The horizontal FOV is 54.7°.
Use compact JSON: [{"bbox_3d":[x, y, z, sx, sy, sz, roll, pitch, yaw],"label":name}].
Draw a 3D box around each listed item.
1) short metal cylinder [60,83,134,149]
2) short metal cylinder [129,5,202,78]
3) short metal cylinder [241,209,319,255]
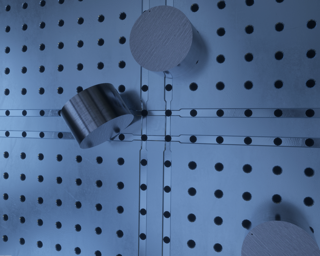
[{"bbox_3d":[-0.082,-0.015,0.411,0.080,0.080,0.050,-37,79,16],"label":"short metal cylinder"},{"bbox_3d":[0.008,-0.108,0.396,0.080,0.050,0.079,0,90,19],"label":"short metal cylinder"},{"bbox_3d":[0.136,0.138,0.351,0.080,0.050,0.079,0,90,19],"label":"short metal cylinder"}]
